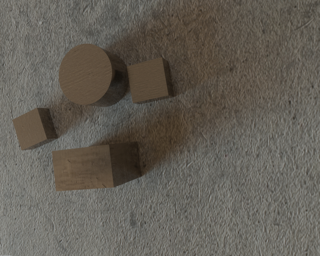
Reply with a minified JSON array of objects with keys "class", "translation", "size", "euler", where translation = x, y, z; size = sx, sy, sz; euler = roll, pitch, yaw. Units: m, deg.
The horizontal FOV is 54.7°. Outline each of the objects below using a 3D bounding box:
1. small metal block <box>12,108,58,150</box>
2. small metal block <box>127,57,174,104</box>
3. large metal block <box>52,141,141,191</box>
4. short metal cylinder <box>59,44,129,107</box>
[{"class":"small metal block","translation":[-0.191,0.002,0.475],"size":[0.050,0.025,0.050],"euler":[-22,83,18]},{"class":"small metal block","translation":[-0.012,-0.062,0.413],"size":[0.050,0.025,0.050],"euler":[-11,87,19]},{"class":"large metal block","translation":[-0.080,0.048,0.407],"size":[0.080,0.080,0.050],"euler":[-7,88,19]},{"class":"short metal cylinder","translation":[-0.090,-0.070,0.426],"size":[0.080,0.050,0.079],"euler":[0,90,19]}]
